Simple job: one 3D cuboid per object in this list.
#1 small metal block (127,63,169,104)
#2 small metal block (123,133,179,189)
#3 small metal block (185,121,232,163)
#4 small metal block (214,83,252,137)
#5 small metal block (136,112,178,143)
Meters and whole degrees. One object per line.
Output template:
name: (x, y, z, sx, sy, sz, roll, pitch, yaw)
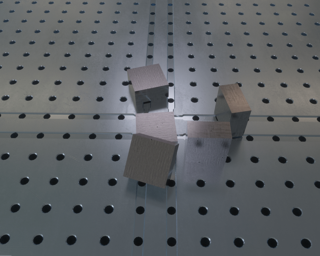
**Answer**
small metal block: (-0.018, -0.067, 0.464, 0.050, 0.025, 0.050, -13, 51, -11)
small metal block: (-0.010, 0.037, 0.359, 0.050, 0.025, 0.050, 15, 95, 12)
small metal block: (0.057, 0.018, 0.377, 0.050, 0.050, 0.025, 1, 50, 1)
small metal block: (0.095, -0.023, 0.411, 0.025, 0.050, 0.050, -8, 51, -7)
small metal block: (-0.005, 0.007, 0.402, 0.050, 0.025, 0.050, -3, 50, -3)
